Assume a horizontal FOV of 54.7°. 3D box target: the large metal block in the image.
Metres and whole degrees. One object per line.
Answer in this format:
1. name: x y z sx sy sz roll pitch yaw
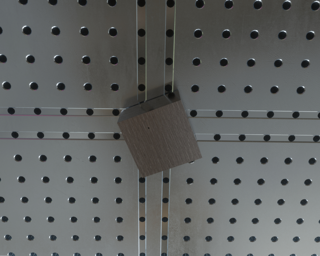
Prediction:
1. large metal block: 0.001 0.007 0.400 0.080 0.050 0.080 -20 109 6
